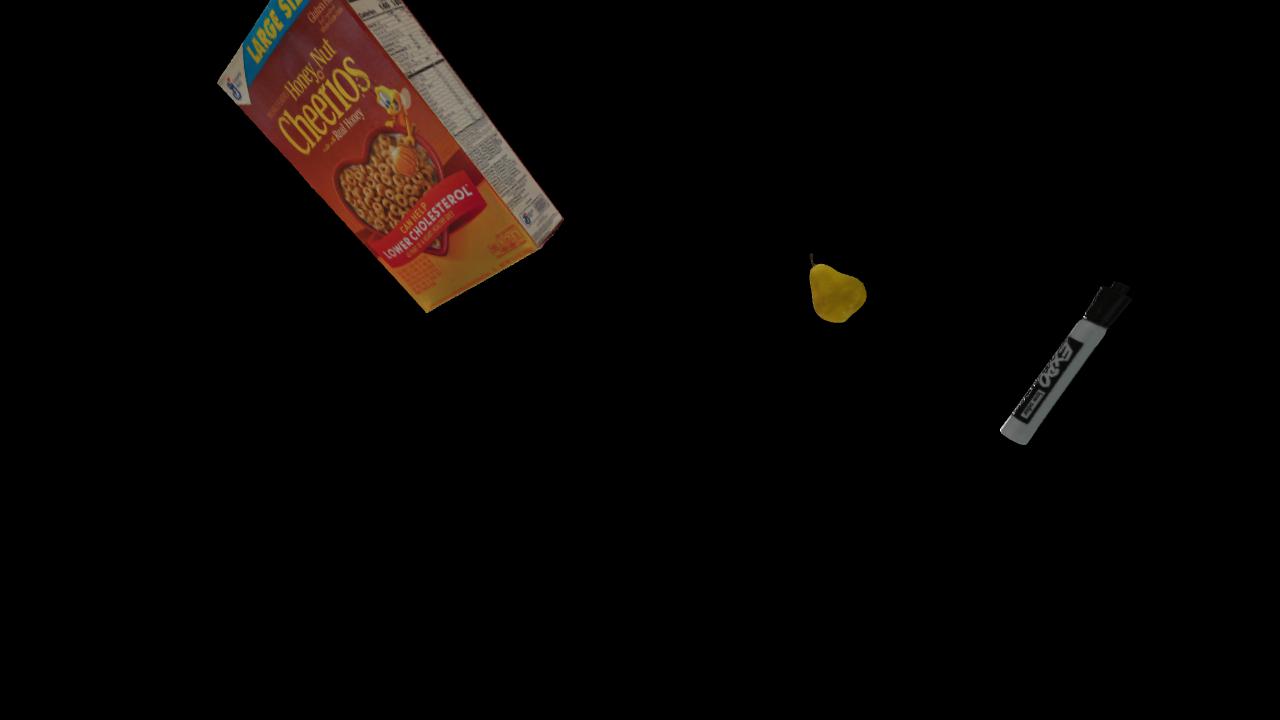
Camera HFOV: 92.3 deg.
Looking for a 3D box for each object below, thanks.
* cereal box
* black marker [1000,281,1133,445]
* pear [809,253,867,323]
[{"bbox_3d":[-0.249,-0.210,0.625,0.203,0.306,0.081,-19,29,36],"label":"cereal box"},{"bbox_3d":[0.285,0.004,0.412,0.020,0.121,0.020,19,23,-8],"label":"black marker"},{"bbox_3d":[0.288,-0.110,0.943,0.111,0.080,0.080,45,8,9],"label":"pear"}]
